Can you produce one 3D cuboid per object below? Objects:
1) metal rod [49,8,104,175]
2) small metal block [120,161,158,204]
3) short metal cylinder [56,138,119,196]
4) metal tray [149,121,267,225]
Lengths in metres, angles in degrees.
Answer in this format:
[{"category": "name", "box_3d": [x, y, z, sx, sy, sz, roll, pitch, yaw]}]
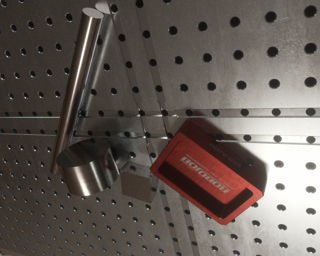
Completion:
[{"category": "metal rod", "box_3d": [-0.131, -0.031, 0.458, 0.025, 0.025, 0.298, 32, 128, 7]}, {"category": "small metal block", "box_3d": [-0.032, 0.083, 0.478, 0.050, 0.025, 0.050, 13, 124, 20]}, {"category": "short metal cylinder", "box_3d": [-0.107, 0.057, 0.465, 0.080, 0.080, 0.050, 1, 119, 27]}, {"category": "metal tray", "box_3d": [0.061, 0.063, 0.413, 0.130, 0.030, 0.089, 36, 129, 3]}]
